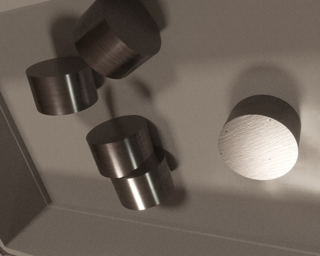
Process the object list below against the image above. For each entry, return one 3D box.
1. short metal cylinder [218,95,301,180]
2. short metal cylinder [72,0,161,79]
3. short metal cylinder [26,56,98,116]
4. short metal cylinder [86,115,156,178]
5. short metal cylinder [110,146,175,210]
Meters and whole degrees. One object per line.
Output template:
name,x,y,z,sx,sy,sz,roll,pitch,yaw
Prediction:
short metal cylinder,0.110,0.010,0.340,0.080,0.050,0.079,13,124,20
short metal cylinder,-0.045,-0.100,0.334,0.050,0.080,0.080,-29,103,37
short metal cylinder,-0.125,-0.057,0.402,0.080,0.080,0.050,9,122,23
short metal cylinder,-0.051,0.023,0.412,0.080,0.080,0.050,-2,118,28
short metal cylinder,-0.025,0.066,0.426,0.080,0.080,0.050,-4,117,29
